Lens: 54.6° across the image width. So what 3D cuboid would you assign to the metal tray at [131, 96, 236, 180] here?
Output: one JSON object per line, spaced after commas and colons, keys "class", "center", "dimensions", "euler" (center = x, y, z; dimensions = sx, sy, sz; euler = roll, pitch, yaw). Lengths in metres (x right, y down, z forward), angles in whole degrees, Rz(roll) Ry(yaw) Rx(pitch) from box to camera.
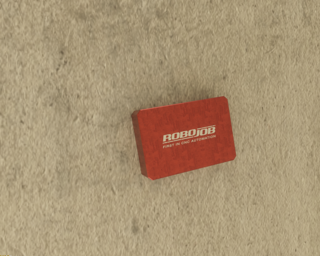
{"class": "metal tray", "center": [0.034, 0.011, 0.419], "dimensions": [0.131, 0.030, 0.090], "euler": [-11, 94, -20]}
